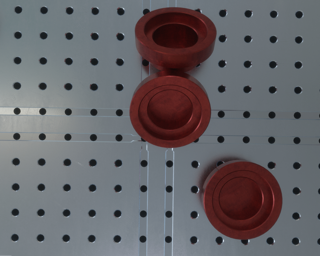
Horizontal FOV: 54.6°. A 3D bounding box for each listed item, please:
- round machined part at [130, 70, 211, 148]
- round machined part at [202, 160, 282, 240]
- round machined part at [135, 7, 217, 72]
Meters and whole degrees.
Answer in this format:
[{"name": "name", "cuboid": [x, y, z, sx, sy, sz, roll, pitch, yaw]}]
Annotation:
[{"name": "round machined part", "cuboid": [0.013, -0.026, 0.392, 0.099, 0.042, 0.097, 1, 119, 1]}, {"name": "round machined part", "cuboid": [0.103, 0.090, 0.406, 0.099, 0.042, 0.097, 0, 90, 0]}, {"name": "round machined part", "cuboid": [0.019, -0.106, 0.389, 0.099, 0.042, 0.098, 1, 51, -1]}]
